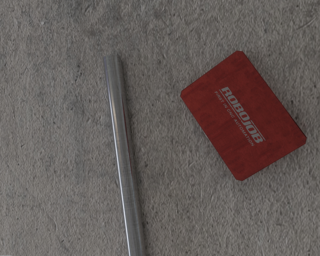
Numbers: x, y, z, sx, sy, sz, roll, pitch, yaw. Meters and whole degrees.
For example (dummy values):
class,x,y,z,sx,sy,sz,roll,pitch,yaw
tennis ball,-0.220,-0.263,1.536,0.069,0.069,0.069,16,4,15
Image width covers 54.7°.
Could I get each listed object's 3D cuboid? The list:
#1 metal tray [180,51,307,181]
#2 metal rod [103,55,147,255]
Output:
class,x,y,z,sx,sy,sz,roll,pitch,yaw
metal tray,0.097,-0.014,0.372,0.090,0.030,0.130,-36,79,16
metal rod,-0.047,0.049,0.425,0.025,0.025,0.298,-9,87,20
